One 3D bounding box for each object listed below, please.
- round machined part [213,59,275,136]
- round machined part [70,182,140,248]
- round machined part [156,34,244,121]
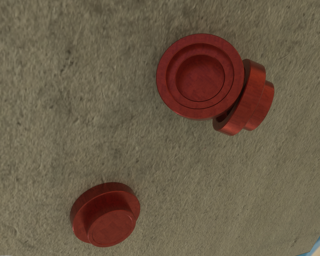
[{"bbox_3d":[0.108,-0.034,0.395,0.042,0.098,0.097,22,109,-6],"label":"round machined part"},{"bbox_3d":[-0.073,0.128,0.437,0.099,0.042,0.097,-14,125,-21],"label":"round machined part"},{"bbox_3d":[0.048,-0.057,0.365,0.098,0.098,0.042,-47,167,4],"label":"round machined part"}]
